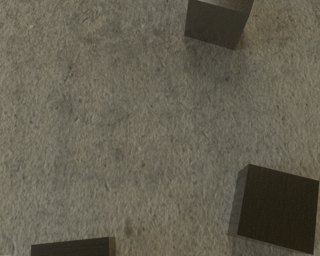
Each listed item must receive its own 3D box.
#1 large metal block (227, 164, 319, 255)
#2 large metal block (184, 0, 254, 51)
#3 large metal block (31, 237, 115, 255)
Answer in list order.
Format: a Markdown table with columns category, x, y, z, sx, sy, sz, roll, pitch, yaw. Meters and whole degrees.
| category | x | y | z | sx | sy | sz | roll | pitch | yaw |
| --- | --- | --- | --- | --- | --- | --- | --- | --- | --- |
| large metal block | 0.131 | 0.095 | 0.362 | 0.080 | 0.050 | 0.080 | 14 | 71 | 4 |
| large metal block | 0.083 | -0.164 | 0.440 | 0.080 | 0.080 | 0.050 | 18 | 71 | 6 |
| large metal block | -0.090 | 0.164 | 0.334 | 0.081 | 0.050 | 0.080 | -5 | 70 | -2 |
